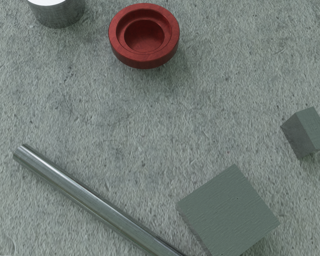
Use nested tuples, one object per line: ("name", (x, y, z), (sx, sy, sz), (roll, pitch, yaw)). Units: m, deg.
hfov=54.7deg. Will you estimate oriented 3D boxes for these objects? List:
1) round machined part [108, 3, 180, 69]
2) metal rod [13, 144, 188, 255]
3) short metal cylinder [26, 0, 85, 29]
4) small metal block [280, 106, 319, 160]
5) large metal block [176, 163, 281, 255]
("round machined part", (-0.022, -0.127, 0.445), (0.099, 0.042, 0.098), (0, 70, -1))
("metal rod", (-0.052, 0.109, 0.367), (0.301, 0.025, 0.025), (32, 73, 10))
("short metal cylinder", (-0.159, -0.198, 0.465), (0.081, 0.050, 0.080), (0, 70, 0))
("small metal block", (0.185, 0.008, 0.394), (0.025, 0.050, 0.050), (-19, 71, -7))
("large metal block", (0.074, 0.101, 0.359), (0.080, 0.050, 0.080), (-32, 73, -11))
